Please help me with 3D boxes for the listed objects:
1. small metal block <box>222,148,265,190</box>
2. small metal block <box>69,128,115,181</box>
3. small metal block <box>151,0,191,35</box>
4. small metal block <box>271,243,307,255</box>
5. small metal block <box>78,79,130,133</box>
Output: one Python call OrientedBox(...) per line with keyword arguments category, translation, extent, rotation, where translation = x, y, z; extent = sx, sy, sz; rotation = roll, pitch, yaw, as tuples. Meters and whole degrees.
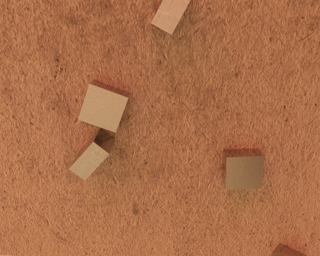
OrientedBox(category="small metal block", translation=(0.115, 0.057, 0.432), extent=(0.050, 0.025, 0.050), rotation=(-2, 110, 0))
OrientedBox(category="small metal block", translation=(-0.088, 0.033, 0.408), extent=(0.025, 0.050, 0.050), rotation=(40, 105, -13))
OrientedBox(category="small metal block", translation=(0.014, -0.135, 0.347), extent=(0.025, 0.050, 0.050), rotation=(27, 108, -10))
OrientedBox(category="small metal block", translation=(0.208, 0.213, 0.477), extent=(0.050, 0.050, 0.025), rotation=(26, 108, -9))
OrientedBox(category="small metal block", translation=(-0.071, -0.028, 0.399), extent=(0.050, 0.025, 0.050), rotation=(20, 109, -8))
